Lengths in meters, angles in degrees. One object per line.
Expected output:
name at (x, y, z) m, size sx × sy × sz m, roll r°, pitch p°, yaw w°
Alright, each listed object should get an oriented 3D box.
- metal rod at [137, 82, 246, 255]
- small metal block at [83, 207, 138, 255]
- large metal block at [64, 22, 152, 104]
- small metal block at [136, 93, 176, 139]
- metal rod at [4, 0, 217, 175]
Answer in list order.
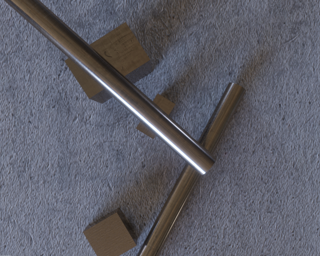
metal rod at (0.033, 0.077, 0.410) m, size 0.025 × 0.025 × 0.299 m, roll 28°, pitch 90°, yaw -1°
small metal block at (-0.064, 0.142, 0.409) m, size 0.050 × 0.025 × 0.050 m, roll -30°, pitch 90°, yaw -1°
large metal block at (-0.058, -0.075, 0.382) m, size 0.080 × 0.080 × 0.050 m, roll -33°, pitch 90°, yaw 0°
small metal block at (-0.005, -0.014, 0.397) m, size 0.025 × 0.050 × 0.050 m, roll 32°, pitch 90°, yaw 0°
metal rod at (-0.060, -0.059, 0.329) m, size 0.300 × 0.025 × 0.025 m, roll 42°, pitch 90°, yaw -1°
